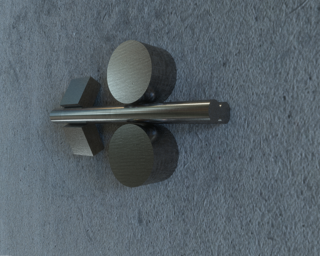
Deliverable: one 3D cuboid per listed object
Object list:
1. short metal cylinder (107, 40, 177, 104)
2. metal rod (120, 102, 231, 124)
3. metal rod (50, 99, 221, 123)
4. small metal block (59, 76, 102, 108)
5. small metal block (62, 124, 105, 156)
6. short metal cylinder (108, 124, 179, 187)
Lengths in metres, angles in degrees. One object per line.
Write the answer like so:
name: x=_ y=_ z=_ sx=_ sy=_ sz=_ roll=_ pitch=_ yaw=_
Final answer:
short metal cylinder: x=-0.024 y=-0.071 z=0.410 sx=0.080 sy=0.050 sz=0.079 roll=0 pitch=90 yaw=40
metal rod: x=-0.042 y=-0.018 z=0.441 sx=0.300 sy=0.025 sz=0.025 roll=1 pitch=91 yaw=40
metal rod: x=-0.058 y=-0.019 z=0.422 sx=0.300 sy=0.025 sz=0.025 roll=1 pitch=90 yaw=40
small metal block: x=-0.128 y=-0.054 z=0.500 sx=0.050 sy=0.025 sz=0.050 roll=0 pitch=63 yaw=40
small metal block: x=-0.122 y=0.016 z=0.494 sx=0.050 sy=0.025 sz=0.050 roll=1 pitch=117 yaw=39
short metal cylinder: x=-0.022 y=0.034 z=0.408 sx=0.080 sy=0.050 sz=0.079 roll=0 pitch=90 yaw=40
